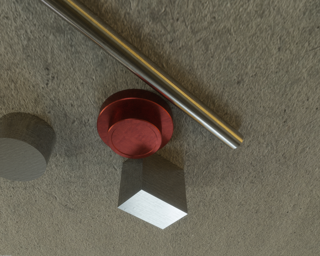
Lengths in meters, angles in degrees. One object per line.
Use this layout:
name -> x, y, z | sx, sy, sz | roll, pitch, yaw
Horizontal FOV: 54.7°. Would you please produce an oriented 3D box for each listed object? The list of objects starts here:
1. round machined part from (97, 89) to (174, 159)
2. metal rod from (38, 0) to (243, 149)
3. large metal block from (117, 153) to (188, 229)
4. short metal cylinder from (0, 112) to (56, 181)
round machined part -> -0.032, 0.002, 0.397 | 0.099, 0.042, 0.097 | -1, 130, 0
metal rod -> -0.006, -0.060, 0.356 | 0.301, 0.025, 0.025 | 35, 122, -27
large metal block -> -0.009, 0.085, 0.443 | 0.080, 0.080, 0.050 | 34, 122, -26
short metal cylinder -> -0.185, 0.026, 0.410 | 0.081, 0.050, 0.079 | 0, 130, 0
